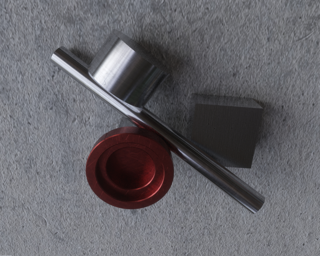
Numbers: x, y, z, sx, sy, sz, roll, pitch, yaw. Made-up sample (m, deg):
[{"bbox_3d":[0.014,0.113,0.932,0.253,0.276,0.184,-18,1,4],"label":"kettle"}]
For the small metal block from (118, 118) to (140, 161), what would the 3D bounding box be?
[{"bbox_3d":[-0.038,0.016,0.404,0.025,0.050,0.050,-2,110,0],"label":"small metal block"}]

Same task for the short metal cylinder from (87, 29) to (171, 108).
[{"bbox_3d":[-0.035,-0.068,0.356,0.080,0.080,0.050,36,106,-13],"label":"short metal cylinder"}]

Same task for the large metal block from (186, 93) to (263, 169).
[{"bbox_3d":[0.078,0.003,0.400,0.081,0.050,0.079,4,110,-2],"label":"large metal block"}]

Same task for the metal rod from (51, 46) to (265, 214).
[{"bbox_3d":[-0.004,0.001,0.372,0.301,0.025,0.025,37,106,2],"label":"metal rod"}]

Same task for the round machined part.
[{"bbox_3d":[-0.034,0.043,0.365,0.099,0.042,0.097,0,112,-1],"label":"round machined part"}]
